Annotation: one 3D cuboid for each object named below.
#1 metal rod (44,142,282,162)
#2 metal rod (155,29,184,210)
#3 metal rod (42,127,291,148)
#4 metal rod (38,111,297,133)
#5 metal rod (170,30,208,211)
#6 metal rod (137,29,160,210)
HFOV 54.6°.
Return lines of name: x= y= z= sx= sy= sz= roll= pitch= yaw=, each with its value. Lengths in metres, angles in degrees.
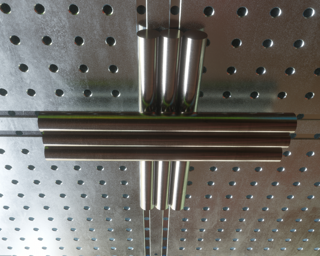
metal rod: x=0.005 y=0.031 z=0.405 sx=0.302 sy=0.025 sz=0.025 roll=0 pitch=130 yaw=-1
metal rod: x=0.008 y=0.014 z=0.423 sx=0.025 sy=0.025 sz=0.298 roll=1 pitch=130 yaw=-1
metal rod: x=0.009 y=0.012 z=0.389 sx=0.302 sy=0.025 sz=0.025 roll=0 pitch=130 yaw=-1
metal rod: x=0.009 y=-0.007 z=0.372 sx=0.302 sy=0.025 sz=0.025 roll=0 pitch=130 yaw=-1
metal rod: x=0.033 y=0.015 z=0.424 sx=0.025 sy=0.025 sz=0.298 roll=1 pitch=130 yaw=-1
metal rod: x=-0.017 y=0.014 z=0.423 sx=0.025 sy=0.025 sz=0.298 roll=1 pitch=130 yaw=-1
